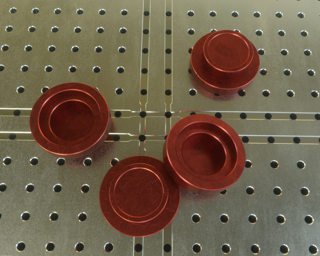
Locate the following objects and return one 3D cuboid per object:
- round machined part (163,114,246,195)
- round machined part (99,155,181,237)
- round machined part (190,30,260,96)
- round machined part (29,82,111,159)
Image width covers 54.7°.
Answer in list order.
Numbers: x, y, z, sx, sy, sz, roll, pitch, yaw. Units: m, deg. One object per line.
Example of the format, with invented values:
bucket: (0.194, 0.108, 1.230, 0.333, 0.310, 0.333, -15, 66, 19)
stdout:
round machined part: (0.051, 0.035, 0.383, 0.099, 0.042, 0.098, 6, 62, -11)
round machined part: (-0.024, 0.080, 0.373, 0.099, 0.042, 0.098, 0, 70, 0)
round machined part: (0.093, -0.099, 0.440, 0.099, 0.042, 0.098, 0, 70, 0)
round machined part: (-0.113, -0.007, 0.404, 0.099, 0.042, 0.098, 0, 70, 0)
